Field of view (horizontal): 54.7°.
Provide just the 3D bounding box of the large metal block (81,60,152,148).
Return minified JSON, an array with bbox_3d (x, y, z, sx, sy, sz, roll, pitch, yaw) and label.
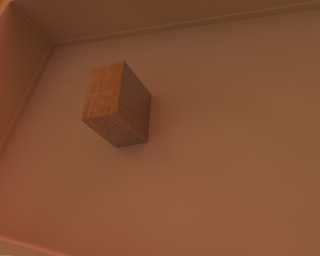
[{"bbox_3d":[-0.054,-0.029,0.415,0.050,0.080,0.080,-11,57,22],"label":"large metal block"}]
